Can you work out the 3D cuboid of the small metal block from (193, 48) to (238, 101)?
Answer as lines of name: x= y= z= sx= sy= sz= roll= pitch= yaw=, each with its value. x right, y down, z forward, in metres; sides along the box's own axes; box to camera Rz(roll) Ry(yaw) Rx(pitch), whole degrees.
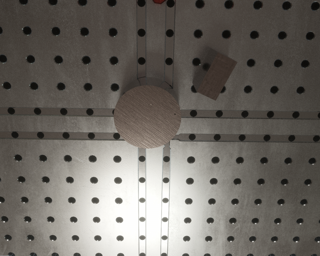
small metal block: x=0.065 y=-0.067 z=0.377 sx=0.025 sy=0.050 sz=0.050 roll=24 pitch=108 yaw=-9

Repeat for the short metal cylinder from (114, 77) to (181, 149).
short metal cylinder: x=-0.015 y=-0.020 z=0.392 sx=0.081 sy=0.050 sz=0.079 roll=0 pitch=110 yaw=-1

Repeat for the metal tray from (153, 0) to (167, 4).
metal tray: x=-0.007 y=-0.214 z=0.332 sx=0.090 sy=0.030 sz=0.130 roll=-36 pitch=107 yaw=12
